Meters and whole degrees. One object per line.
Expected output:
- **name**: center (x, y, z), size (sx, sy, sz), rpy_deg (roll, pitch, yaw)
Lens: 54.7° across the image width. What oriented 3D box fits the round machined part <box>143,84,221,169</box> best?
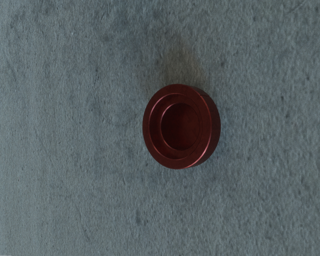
- **round machined part**: center (0.029, -0.002, 0.368), size (0.098, 0.042, 0.097), rpy_deg (0, 90, 39)
